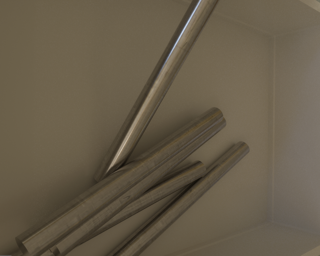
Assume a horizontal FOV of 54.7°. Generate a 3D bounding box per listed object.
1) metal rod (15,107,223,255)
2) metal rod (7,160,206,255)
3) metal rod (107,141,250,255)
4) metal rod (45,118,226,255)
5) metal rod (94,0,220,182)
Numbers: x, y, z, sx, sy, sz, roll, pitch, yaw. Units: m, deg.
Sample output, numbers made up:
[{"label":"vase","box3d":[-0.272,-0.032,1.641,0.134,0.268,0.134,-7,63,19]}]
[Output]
[{"label":"metal rod","box3d":[-0.016,0.042,0.358,0.302,0.025,0.025,-32,110,-40]},{"label":"metal rod","box3d":[-0.053,0.100,0.364,0.302,0.025,0.025,-20,103,-38]},{"label":"metal rod","box3d":[0.038,0.100,0.441,0.302,0.025,0.025,-33,111,-35]},{"label":"metal rod","box3d":[-0.004,0.052,0.390,0.302,0.025,0.025,-32,111,-40]},{"label":"metal rod","box3d":[0.010,-0.067,0.335,0.025,0.025,0.299,24,100,-38]}]
